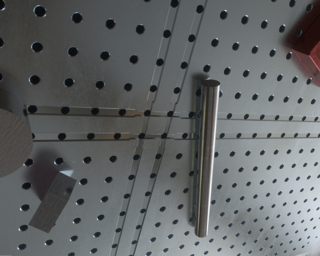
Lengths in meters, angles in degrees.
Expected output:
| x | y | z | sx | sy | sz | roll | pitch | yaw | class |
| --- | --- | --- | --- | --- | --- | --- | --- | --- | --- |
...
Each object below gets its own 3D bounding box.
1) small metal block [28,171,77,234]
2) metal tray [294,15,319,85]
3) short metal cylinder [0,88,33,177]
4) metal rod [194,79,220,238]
| x | y | z | sx | sy | sz | roll | pitch | yaw | class |
| --- | --- | --- | --- | --- | --- | --- | --- | --- | --- |
| -0.129 | 0.089 | 0.376 | 0.025 | 0.050 | 0.050 | 30 | 103 | -12 | small metal block |
| 0.274 | -0.120 | 0.482 | 0.131 | 0.030 | 0.090 | 31 | 101 | -38 | metal tray |
| -0.171 | 0.004 | 0.304 | 0.081 | 0.050 | 0.079 | -14 | 124 | -21 | short metal cylinder |
| 0.072 | 0.066 | 0.490 | 0.025 | 0.025 | 0.298 | -15 | 125 | -20 | metal rod |
